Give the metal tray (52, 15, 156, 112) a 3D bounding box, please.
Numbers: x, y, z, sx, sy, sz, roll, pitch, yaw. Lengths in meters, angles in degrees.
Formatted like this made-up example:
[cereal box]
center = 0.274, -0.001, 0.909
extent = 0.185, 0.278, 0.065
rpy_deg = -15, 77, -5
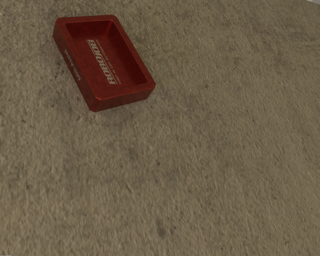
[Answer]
[metal tray]
center = -0.075, -0.091, 0.415
extent = 0.091, 0.030, 0.130
rpy_deg = -19, 72, -35
